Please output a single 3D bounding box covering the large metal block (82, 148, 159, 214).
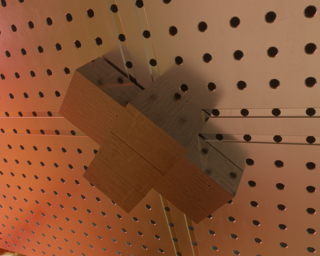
[{"bbox_3d":[-0.045,0.056,0.433,0.080,0.080,0.050,39,129,1],"label":"large metal block"}]

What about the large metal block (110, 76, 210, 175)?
[{"bbox_3d":[0.003,-0.005,0.370,0.080,0.080,0.050,39,129,1],"label":"large metal block"}]

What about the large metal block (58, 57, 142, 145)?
[{"bbox_3d":[-0.077,-0.032,0.410,0.080,0.050,0.080,38,130,2],"label":"large metal block"}]

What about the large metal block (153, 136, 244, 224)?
[{"bbox_3d":[0.048,0.068,0.411,0.080,0.050,0.080,39,130,1],"label":"large metal block"}]

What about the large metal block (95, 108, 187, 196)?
[{"bbox_3d":[-0.021,0.025,0.402,0.080,0.080,0.050,39,129,1],"label":"large metal block"}]
